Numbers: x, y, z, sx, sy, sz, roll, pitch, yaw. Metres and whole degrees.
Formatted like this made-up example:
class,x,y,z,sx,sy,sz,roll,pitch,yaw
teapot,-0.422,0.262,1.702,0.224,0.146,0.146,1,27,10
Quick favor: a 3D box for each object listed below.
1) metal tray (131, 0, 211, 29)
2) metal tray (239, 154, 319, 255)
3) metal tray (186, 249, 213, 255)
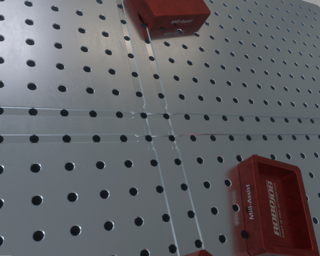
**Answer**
class,x,y,z,sx,sy,sz,roll,pitch,yaw
metal tray,0.017,-0.223,0.550,0.131,0.030,0.090,-17,71,-35
metal tray,0.159,0.108,0.423,0.091,0.030,0.130,15,56,-20
metal tray,0.068,0.202,0.318,0.130,0.030,0.090,38,51,-2
